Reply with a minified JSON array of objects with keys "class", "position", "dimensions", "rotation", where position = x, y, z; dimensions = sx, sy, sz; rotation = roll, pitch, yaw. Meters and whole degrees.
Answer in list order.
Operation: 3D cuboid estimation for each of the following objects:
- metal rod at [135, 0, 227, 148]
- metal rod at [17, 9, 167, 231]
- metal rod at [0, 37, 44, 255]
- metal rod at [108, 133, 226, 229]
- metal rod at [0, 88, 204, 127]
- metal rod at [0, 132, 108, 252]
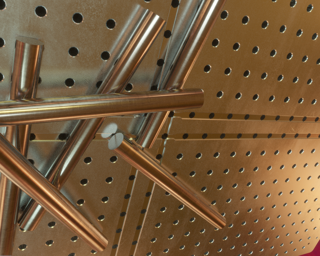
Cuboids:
[{"class":"metal rod","position":[0.043,-0.107,0.367],"dimensions":[0.025,0.025,0.298],"rotation":[15,111,-34]},{"class":"metal rod","position":[-0.086,0.000,0.363],"dimensions":[0.025,0.025,0.299],"rotation":[25,105,-37]},{"class":"metal rod","position":[-0.166,0.048,0.349],"dimensions":[0.025,0.025,0.298],"rotation":[4,116,-30]},{"class":"metal rod","position":[0.028,0.097,0.485],"dimensions":[0.025,0.025,0.300],"rotation":[-44,129,2]},{"class":"metal rod","position":[-0.089,-0.020,0.315],"dimensions":[0.302,0.025,0.025],"rotation":[-7,122,-25]},{"class":"metal rod","position":[-0.125,0.083,0.357],"dimensions":[0.025,0.025,0.299],"rotation":[-30,140,-9]}]
